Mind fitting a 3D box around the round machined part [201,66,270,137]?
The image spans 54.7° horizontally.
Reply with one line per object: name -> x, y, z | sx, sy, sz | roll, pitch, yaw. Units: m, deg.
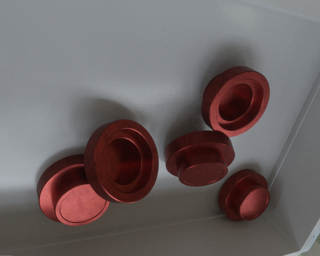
round machined part -> 0.099, -0.039, 0.430 | 0.099, 0.042, 0.097 | -14, 124, -21

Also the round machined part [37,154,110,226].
round machined part -> -0.102, 0.085, 0.396 | 0.099, 0.042, 0.097 | -14, 125, -21

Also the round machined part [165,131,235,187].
round machined part -> 0.057, 0.049, 0.436 | 0.099, 0.042, 0.097 | -6, 144, -4

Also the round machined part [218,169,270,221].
round machined part -> 0.157, 0.126, 0.557 | 0.099, 0.042, 0.097 | -11, 115, -24

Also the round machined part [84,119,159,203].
round machined part -> -0.050, 0.041, 0.375 | 0.099, 0.042, 0.098 | 14, 71, -45
